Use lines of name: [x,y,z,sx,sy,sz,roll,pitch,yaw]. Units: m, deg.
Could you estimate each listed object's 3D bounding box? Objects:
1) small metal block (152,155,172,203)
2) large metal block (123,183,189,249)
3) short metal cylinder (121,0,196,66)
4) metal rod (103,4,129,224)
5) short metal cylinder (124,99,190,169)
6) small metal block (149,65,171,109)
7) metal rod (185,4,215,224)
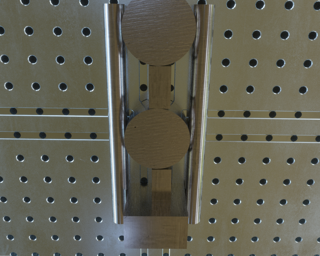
small metal block: [0.002,0.067,0.424,0.025,0.050,0.050,0,110,0]
large metal block: [-0.005,0.118,0.427,0.081,0.080,0.050,1,110,-1]
short metal cylinder: [-0.001,-0.116,0.357,0.081,0.050,0.079,0,110,0]
metal rod: [-0.056,-0.004,0.410,0.025,0.025,0.298,1,110,0]
short metal cylinder: [-0.003,0.006,0.402,0.081,0.050,0.079,0,110,0]
small metal block: [0.000,-0.055,0.378,0.025,0.050,0.050,1,110,0]
metal rod: [0.050,-0.004,0.411,0.025,0.025,0.298,1,110,0]
